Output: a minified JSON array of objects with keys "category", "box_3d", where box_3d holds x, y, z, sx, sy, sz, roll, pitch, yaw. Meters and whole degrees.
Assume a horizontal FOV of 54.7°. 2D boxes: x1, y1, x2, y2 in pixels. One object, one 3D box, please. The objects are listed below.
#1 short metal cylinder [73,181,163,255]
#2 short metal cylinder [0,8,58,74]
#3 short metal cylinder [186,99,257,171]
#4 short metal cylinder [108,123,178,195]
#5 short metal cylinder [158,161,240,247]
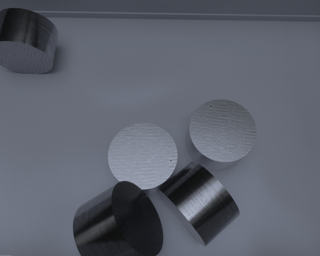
[{"category":"short metal cylinder","box_3d":[-0.041,0.102,0.318,0.050,0.080,0.080,-33,71,19]},{"category":"short metal cylinder","box_3d":[-0.184,-0.115,0.420,0.081,0.080,0.050,2,70,0]},{"category":"short metal cylinder","box_3d":[0.075,0.010,0.394,0.081,0.050,0.080,0,70,0]},{"category":"short metal cylinder","box_3d":[-0.020,0.040,0.382,0.081,0.050,0.080,0,70,-1]},{"category":"short metal cylinder","box_3d":[0.042,0.085,0.350,0.050,0.080,0.080,-38,75,-13]}]
